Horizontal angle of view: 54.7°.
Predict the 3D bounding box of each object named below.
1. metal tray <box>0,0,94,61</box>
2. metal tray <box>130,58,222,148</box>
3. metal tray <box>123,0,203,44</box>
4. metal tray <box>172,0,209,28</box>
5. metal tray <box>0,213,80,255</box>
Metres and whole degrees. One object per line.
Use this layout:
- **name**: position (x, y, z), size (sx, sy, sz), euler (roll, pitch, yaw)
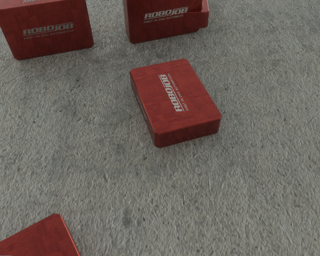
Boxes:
- **metal tray**: position (-0.180, -0.164, 0.497), size (0.131, 0.090, 0.030), euler (-14, 52, -12)
- **metal tray**: position (0.018, -0.040, 0.433), size (0.091, 0.030, 0.130), euler (-14, 51, -12)
- **metal tray**: position (0.006, -0.201, 0.529), size (0.131, 0.089, 0.030), euler (-15, 51, -12)
- **metal tray**: position (0.042, -0.235, 0.582), size (0.091, 0.030, 0.130), euler (1, 48, 3)
- **metal tray**: position (-0.132, 0.148, 0.275), size (0.131, 0.030, 0.090), euler (-26, 55, -20)
